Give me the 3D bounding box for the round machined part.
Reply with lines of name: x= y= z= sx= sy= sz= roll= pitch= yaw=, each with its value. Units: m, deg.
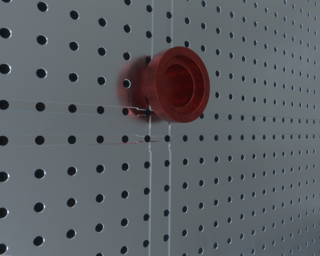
round machined part: x=0.018 y=-0.055 z=0.412 sx=0.099 sy=0.042 sz=0.097 roll=0 pitch=90 yaw=-40
